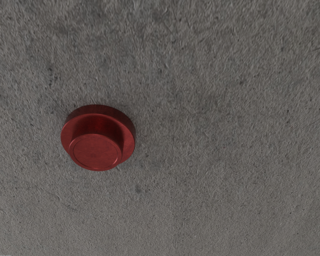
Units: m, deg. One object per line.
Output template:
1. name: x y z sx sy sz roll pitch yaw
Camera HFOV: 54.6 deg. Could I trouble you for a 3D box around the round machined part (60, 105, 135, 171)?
1. round machined part: -0.083 0.020 0.412 0.099 0.042 0.097 0 130 0
